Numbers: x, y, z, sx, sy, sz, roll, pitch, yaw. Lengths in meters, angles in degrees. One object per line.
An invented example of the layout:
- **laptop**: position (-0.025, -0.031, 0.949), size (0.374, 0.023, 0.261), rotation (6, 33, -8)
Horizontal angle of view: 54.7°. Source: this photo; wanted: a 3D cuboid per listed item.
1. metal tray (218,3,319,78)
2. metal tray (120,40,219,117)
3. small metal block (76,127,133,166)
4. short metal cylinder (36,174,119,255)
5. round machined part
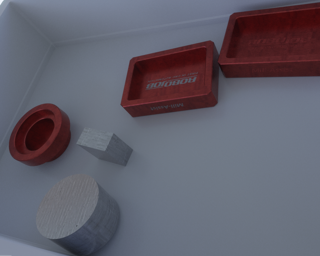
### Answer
- **metal tray**: position (0.148, -0.109, 0.391), size (0.130, 0.030, 0.090), rotation (4, 64, 29)
- **metal tray**: position (0.014, -0.067, 0.434), size (0.130, 0.030, 0.090), rotation (-6, 59, 24)
- **small metal block**: position (-0.072, 0.025, 0.411), size (0.050, 0.050, 0.025), rotation (10, 67, 32)
- **short metal cylinder**: position (-0.096, 0.102, 0.366), size (0.080, 0.050, 0.080), rotation (-15, 45, 15)
- **round machined part**: position (-0.178, 0.014, 0.478), size (0.098, 0.042, 0.098), rotation (-13, 56, 20)
